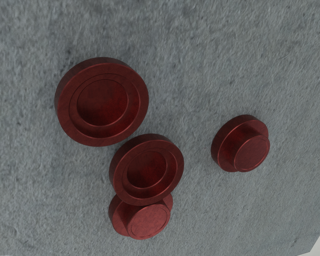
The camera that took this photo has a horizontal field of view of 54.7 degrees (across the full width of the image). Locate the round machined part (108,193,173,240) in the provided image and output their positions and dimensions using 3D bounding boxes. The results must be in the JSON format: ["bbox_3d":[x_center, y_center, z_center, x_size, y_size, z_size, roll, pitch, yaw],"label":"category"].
[{"bbox_3d":[-0.024,0.127,0.463,0.099,0.042,0.097,-14,125,-21],"label":"round machined part"}]

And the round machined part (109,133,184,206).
[{"bbox_3d":[-0.021,0.051,0.414,0.099,0.042,0.097,-11,118,-22],"label":"round machined part"}]

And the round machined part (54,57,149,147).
[{"bbox_3d":[-0.065,-0.031,0.342,0.099,0.042,0.097,-14,125,-21],"label":"round machined part"}]

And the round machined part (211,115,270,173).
[{"bbox_3d":[0.134,0.031,0.491,0.099,0.042,0.097,-14,125,-21],"label":"round machined part"}]
